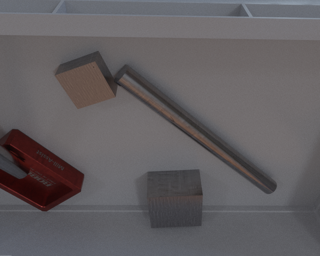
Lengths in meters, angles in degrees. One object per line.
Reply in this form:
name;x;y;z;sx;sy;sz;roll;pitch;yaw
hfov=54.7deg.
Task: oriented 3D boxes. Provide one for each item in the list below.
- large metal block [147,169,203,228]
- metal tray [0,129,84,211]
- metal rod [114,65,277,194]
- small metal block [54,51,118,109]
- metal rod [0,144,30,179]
large metal block;0.024;0.112;0.489;0.080;0.050;0.079;-3;130;2
metal tray;-0.192;0.068;0.460;0.090;0.030;0.130;-32;124;23
metal rod;0.065;0.015;0.423;0.301;0.025;0.025;35;121;-27
small metal block;-0.084;-0.055;0.361;0.050;0.025;0.050;-16;129;13
metal rod;-0.209;-0.005;0.305;0.025;0.025;0.299;-4;154;3
